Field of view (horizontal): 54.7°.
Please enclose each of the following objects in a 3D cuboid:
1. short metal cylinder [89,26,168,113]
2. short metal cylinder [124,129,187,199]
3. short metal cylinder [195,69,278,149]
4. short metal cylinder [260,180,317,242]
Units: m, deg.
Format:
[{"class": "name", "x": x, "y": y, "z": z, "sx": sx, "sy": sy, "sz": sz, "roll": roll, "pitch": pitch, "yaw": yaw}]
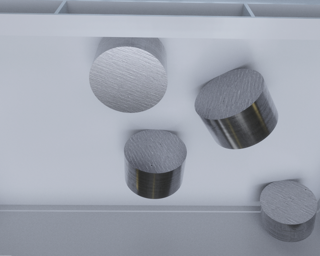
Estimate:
[{"class": "short metal cylinder", "x": -0.032, "y": -0.063, "z": 0.338, "sx": 0.081, "sy": 0.050, "sz": 0.079, "roll": 0, "pitch": 130, "yaw": 0}, {"class": "short metal cylinder", "x": -0.007, "y": 0.047, "z": 0.412, "sx": 0.081, "sy": 0.080, "sz": 0.050, "roll": 2, "pitch": 130, "yaw": -2}, {"class": "short metal cylinder", "x": 0.087, "y": -0.022, "z": 0.355, "sx": 0.080, "sy": 0.080, "sz": 0.050, "roll": -24, "pitch": 126, "yaw": 19}, {"class": "short metal cylinder", "x": 0.199, "y": 0.129, "z": 0.484, "sx": 0.080, "sy": 0.080, "sz": 0.050, "roll": -10, "pitch": 129, "yaw": 8}]
